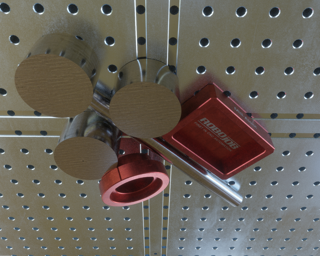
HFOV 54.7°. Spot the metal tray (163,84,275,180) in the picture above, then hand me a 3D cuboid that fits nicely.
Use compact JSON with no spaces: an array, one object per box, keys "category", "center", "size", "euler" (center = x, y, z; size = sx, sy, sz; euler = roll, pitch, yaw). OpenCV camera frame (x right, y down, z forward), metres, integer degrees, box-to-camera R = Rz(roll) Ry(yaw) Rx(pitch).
[{"category":"metal tray","center":[0.079,0.011,0.417],"size":[0.130,0.030,0.090],"euler":[36,122,-27]}]

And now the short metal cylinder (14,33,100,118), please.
[{"category":"short metal cylinder","center":[-0.111,-0.058,0.345],"size":[0.081,0.050,0.079],"euler":[0,130,0]}]

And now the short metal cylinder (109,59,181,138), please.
[{"category":"short metal cylinder","center":[-0.016,-0.034,0.365],"size":[0.081,0.050,0.079],"euler":[0,130,0]}]

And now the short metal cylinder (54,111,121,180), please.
[{"category":"short metal cylinder","center":[-0.094,0.024,0.415],"size":[0.081,0.050,0.079],"euler":[0,130,0]}]

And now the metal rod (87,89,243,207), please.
[{"category":"metal rod","center":[0.019,0.040,0.446],"size":[0.301,0.025,0.025],"euler":[36,121,-27]}]

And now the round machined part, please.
[{"category":"round machined part","center":[-0.039,0.071,0.447],"size":[0.099,0.042,0.098],"euler":[-15,147,-10]}]
